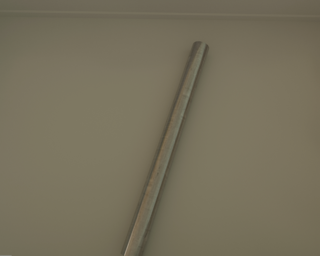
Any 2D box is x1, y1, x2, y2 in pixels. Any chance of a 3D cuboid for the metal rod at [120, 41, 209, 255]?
[{"bbox_3d":[0.013,0.014,0.404,0.025,0.025,0.299,17,71,6],"label":"metal rod"}]
